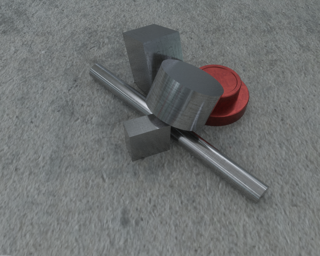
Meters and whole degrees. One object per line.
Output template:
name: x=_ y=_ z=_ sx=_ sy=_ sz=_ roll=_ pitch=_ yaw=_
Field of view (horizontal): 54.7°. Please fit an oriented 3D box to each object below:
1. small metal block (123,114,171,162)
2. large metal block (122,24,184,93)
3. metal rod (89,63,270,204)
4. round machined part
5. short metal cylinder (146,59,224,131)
small metal block: x=-0.016 y=0.011 z=0.380 sx=0.050 sy=0.050 sz=0.025 roll=-16 pitch=52 yaw=-14
large metal block: x=-0.008 y=-0.095 z=0.435 sx=0.050 sy=0.080 sz=0.080 roll=-22 pitch=32 yaw=-16
metal rod: x=0.008 y=-0.007 z=0.411 sx=0.300 sy=0.025 sz=0.025 roll=38 pitch=59 yaw=27
round machined part: x=0.077 y=-0.053 z=0.438 sx=0.099 sy=0.042 sz=0.098 roll=0 pitch=50 yaw=0
short metal cylinder: x=0.029 y=-0.041 z=0.375 sx=0.080 sy=0.050 sz=0.080 roll=19 pitch=31 yaw=-12
